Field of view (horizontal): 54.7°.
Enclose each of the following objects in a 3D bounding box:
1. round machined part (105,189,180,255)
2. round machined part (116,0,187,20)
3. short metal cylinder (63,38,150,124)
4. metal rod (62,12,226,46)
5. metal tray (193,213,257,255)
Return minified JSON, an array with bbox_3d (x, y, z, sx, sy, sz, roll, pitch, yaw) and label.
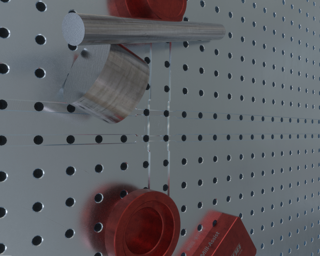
[{"bbox_3d":[-0.025,0.123,0.378,0.099,0.042,0.097,0,90,-40],"label":"round machined part"},{"bbox_3d":[-0.004,-0.163,0.395,0.099,0.042,0.097,0,90,-40],"label":"round machined part"},{"bbox_3d":[-0.057,-0.050,0.326,0.050,0.080,0.080,30,71,-36],"label":"short metal cylinder"},{"bbox_3d":[0.012,-0.114,0.365,0.302,0.025,0.025,-25,107,-54],"label":"metal rod"},{"bbox_3d":[0.096,0.213,0.488,0.131,0.030,0.090,-44,117,-31],"label":"metal tray"}]
